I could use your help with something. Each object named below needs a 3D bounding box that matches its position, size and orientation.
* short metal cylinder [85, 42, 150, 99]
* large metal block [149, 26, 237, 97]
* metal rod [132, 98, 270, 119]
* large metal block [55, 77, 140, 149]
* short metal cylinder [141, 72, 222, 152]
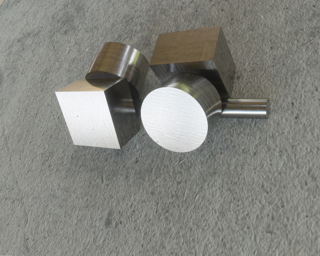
[{"bbox_3d":[-0.061,-0.078,0.449,0.080,0.080,0.050,4,64,30],"label":"short metal cylinder"},{"bbox_3d":[0.045,-0.077,0.393,0.080,0.080,0.050,2,63,29],"label":"large metal block"},{"bbox_3d":[-0.007,-0.028,0.428,0.300,0.025,0.025,3,63,29],"label":"metal rod"},{"bbox_3d":[-0.082,-0.021,0.418,0.080,0.080,0.050,3,29,29],"label":"large metal block"},{"bbox_3d":[0.025,-0.019,0.360,0.080,0.080,0.050,2,28,29],"label":"short metal cylinder"}]
